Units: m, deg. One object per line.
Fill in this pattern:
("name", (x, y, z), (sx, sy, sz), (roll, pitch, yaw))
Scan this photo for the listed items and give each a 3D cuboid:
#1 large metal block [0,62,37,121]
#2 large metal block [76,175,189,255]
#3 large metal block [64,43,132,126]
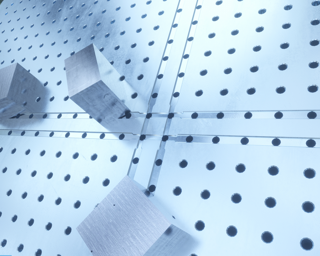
("large metal block", (-0.288, -0.066, 0.580), (0.080, 0.050, 0.080), (-14, 56, 20))
("large metal block", (-0.030, 0.113, 0.338), (0.080, 0.050, 0.080), (-47, 52, -5))
("large metal block", (-0.092, -0.062, 0.457), (0.050, 0.080, 0.080), (-28, 53, 11))
